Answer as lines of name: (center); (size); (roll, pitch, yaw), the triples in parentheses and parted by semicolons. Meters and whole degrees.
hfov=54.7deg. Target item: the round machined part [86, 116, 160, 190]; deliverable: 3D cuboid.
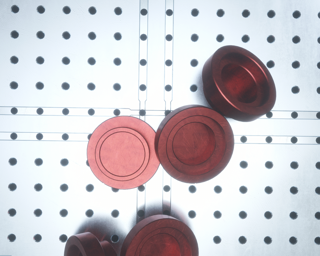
round machined part: (-0.047, 0.032, 0.404); (0.099, 0.042, 0.097); (0, 90, -1)

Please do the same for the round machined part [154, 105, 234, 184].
round machined part: (0.041, 0.018, 0.397); (0.099, 0.042, 0.097); (-2, 101, -11)

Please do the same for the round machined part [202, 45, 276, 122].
round machined part: (0.094, -0.052, 0.391); (0.099, 0.042, 0.098); (12, 62, -23)

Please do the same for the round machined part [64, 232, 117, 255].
round machined part: (-0.083, 0.180, 0.386); (0.042, 0.098, 0.097); (-1, 90, -36)

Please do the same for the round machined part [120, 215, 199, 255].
round machined part: (-0.004, 0.159, 0.394); (0.099, 0.042, 0.097); (1, 88, -23)
